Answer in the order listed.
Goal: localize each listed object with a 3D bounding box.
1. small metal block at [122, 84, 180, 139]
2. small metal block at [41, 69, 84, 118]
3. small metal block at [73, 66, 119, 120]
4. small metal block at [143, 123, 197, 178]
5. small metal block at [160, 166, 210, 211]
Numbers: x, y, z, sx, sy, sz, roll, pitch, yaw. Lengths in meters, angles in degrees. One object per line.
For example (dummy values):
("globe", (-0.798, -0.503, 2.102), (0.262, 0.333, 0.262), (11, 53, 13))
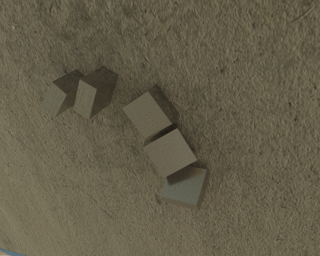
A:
("small metal block", (-0.012, -0.021, 0.400), (0.050, 0.025, 0.050), (-29, 103, 37))
("small metal block", (-0.131, -0.048, 0.430), (0.025, 0.050, 0.050), (42, 129, -1))
("small metal block", (-0.084, -0.047, 0.406), (0.025, 0.050, 0.050), (31, 128, 8))
("small metal block", (0.013, 0.029, 0.405), (0.050, 0.025, 0.050), (-30, 103, 10))
("small metal block", (0.034, 0.079, 0.417), (0.050, 0.050, 0.025), (9, 152, 23))
